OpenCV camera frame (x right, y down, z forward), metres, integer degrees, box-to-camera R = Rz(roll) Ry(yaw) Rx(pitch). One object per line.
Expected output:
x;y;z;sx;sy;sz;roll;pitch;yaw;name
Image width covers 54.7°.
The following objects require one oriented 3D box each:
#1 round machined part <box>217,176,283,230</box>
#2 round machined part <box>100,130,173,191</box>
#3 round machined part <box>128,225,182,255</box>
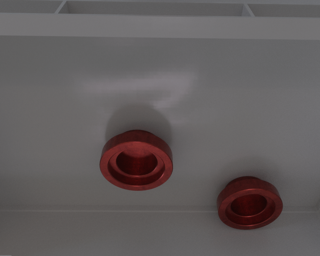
0.140;0.115;0.494;0.099;0.042;0.097;0;126;0;round machined part
-0.032;0.041;0.432;0.099;0.042;0.097;0;130;0;round machined part
-0.009;0.222;0.589;0.099;0.042;0.097;0;130;0;round machined part
